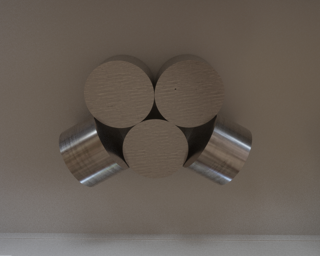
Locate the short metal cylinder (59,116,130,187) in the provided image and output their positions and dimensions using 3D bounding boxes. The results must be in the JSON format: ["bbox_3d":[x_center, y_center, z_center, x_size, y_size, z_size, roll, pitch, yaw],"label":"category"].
[{"bbox_3d":[-0.080,0.027,0.390,0.050,0.080,0.080,-29,108,10],"label":"short metal cylinder"}]

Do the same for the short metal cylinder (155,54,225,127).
[{"bbox_3d":[0.034,-0.047,0.379,0.081,0.050,0.079,0,110,0],"label":"short metal cylinder"}]

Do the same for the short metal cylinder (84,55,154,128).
[{"bbox_3d":[-0.047,-0.046,0.379,0.081,0.050,0.079,0,110,0],"label":"short metal cylinder"}]

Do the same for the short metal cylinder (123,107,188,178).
[{"bbox_3d":[-0.005,0.018,0.403,0.081,0.050,0.079,0,110,0],"label":"short metal cylinder"}]

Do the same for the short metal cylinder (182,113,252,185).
[{"bbox_3d":[0.070,0.025,0.390,0.050,0.080,0.080,28,108,-10],"label":"short metal cylinder"}]
